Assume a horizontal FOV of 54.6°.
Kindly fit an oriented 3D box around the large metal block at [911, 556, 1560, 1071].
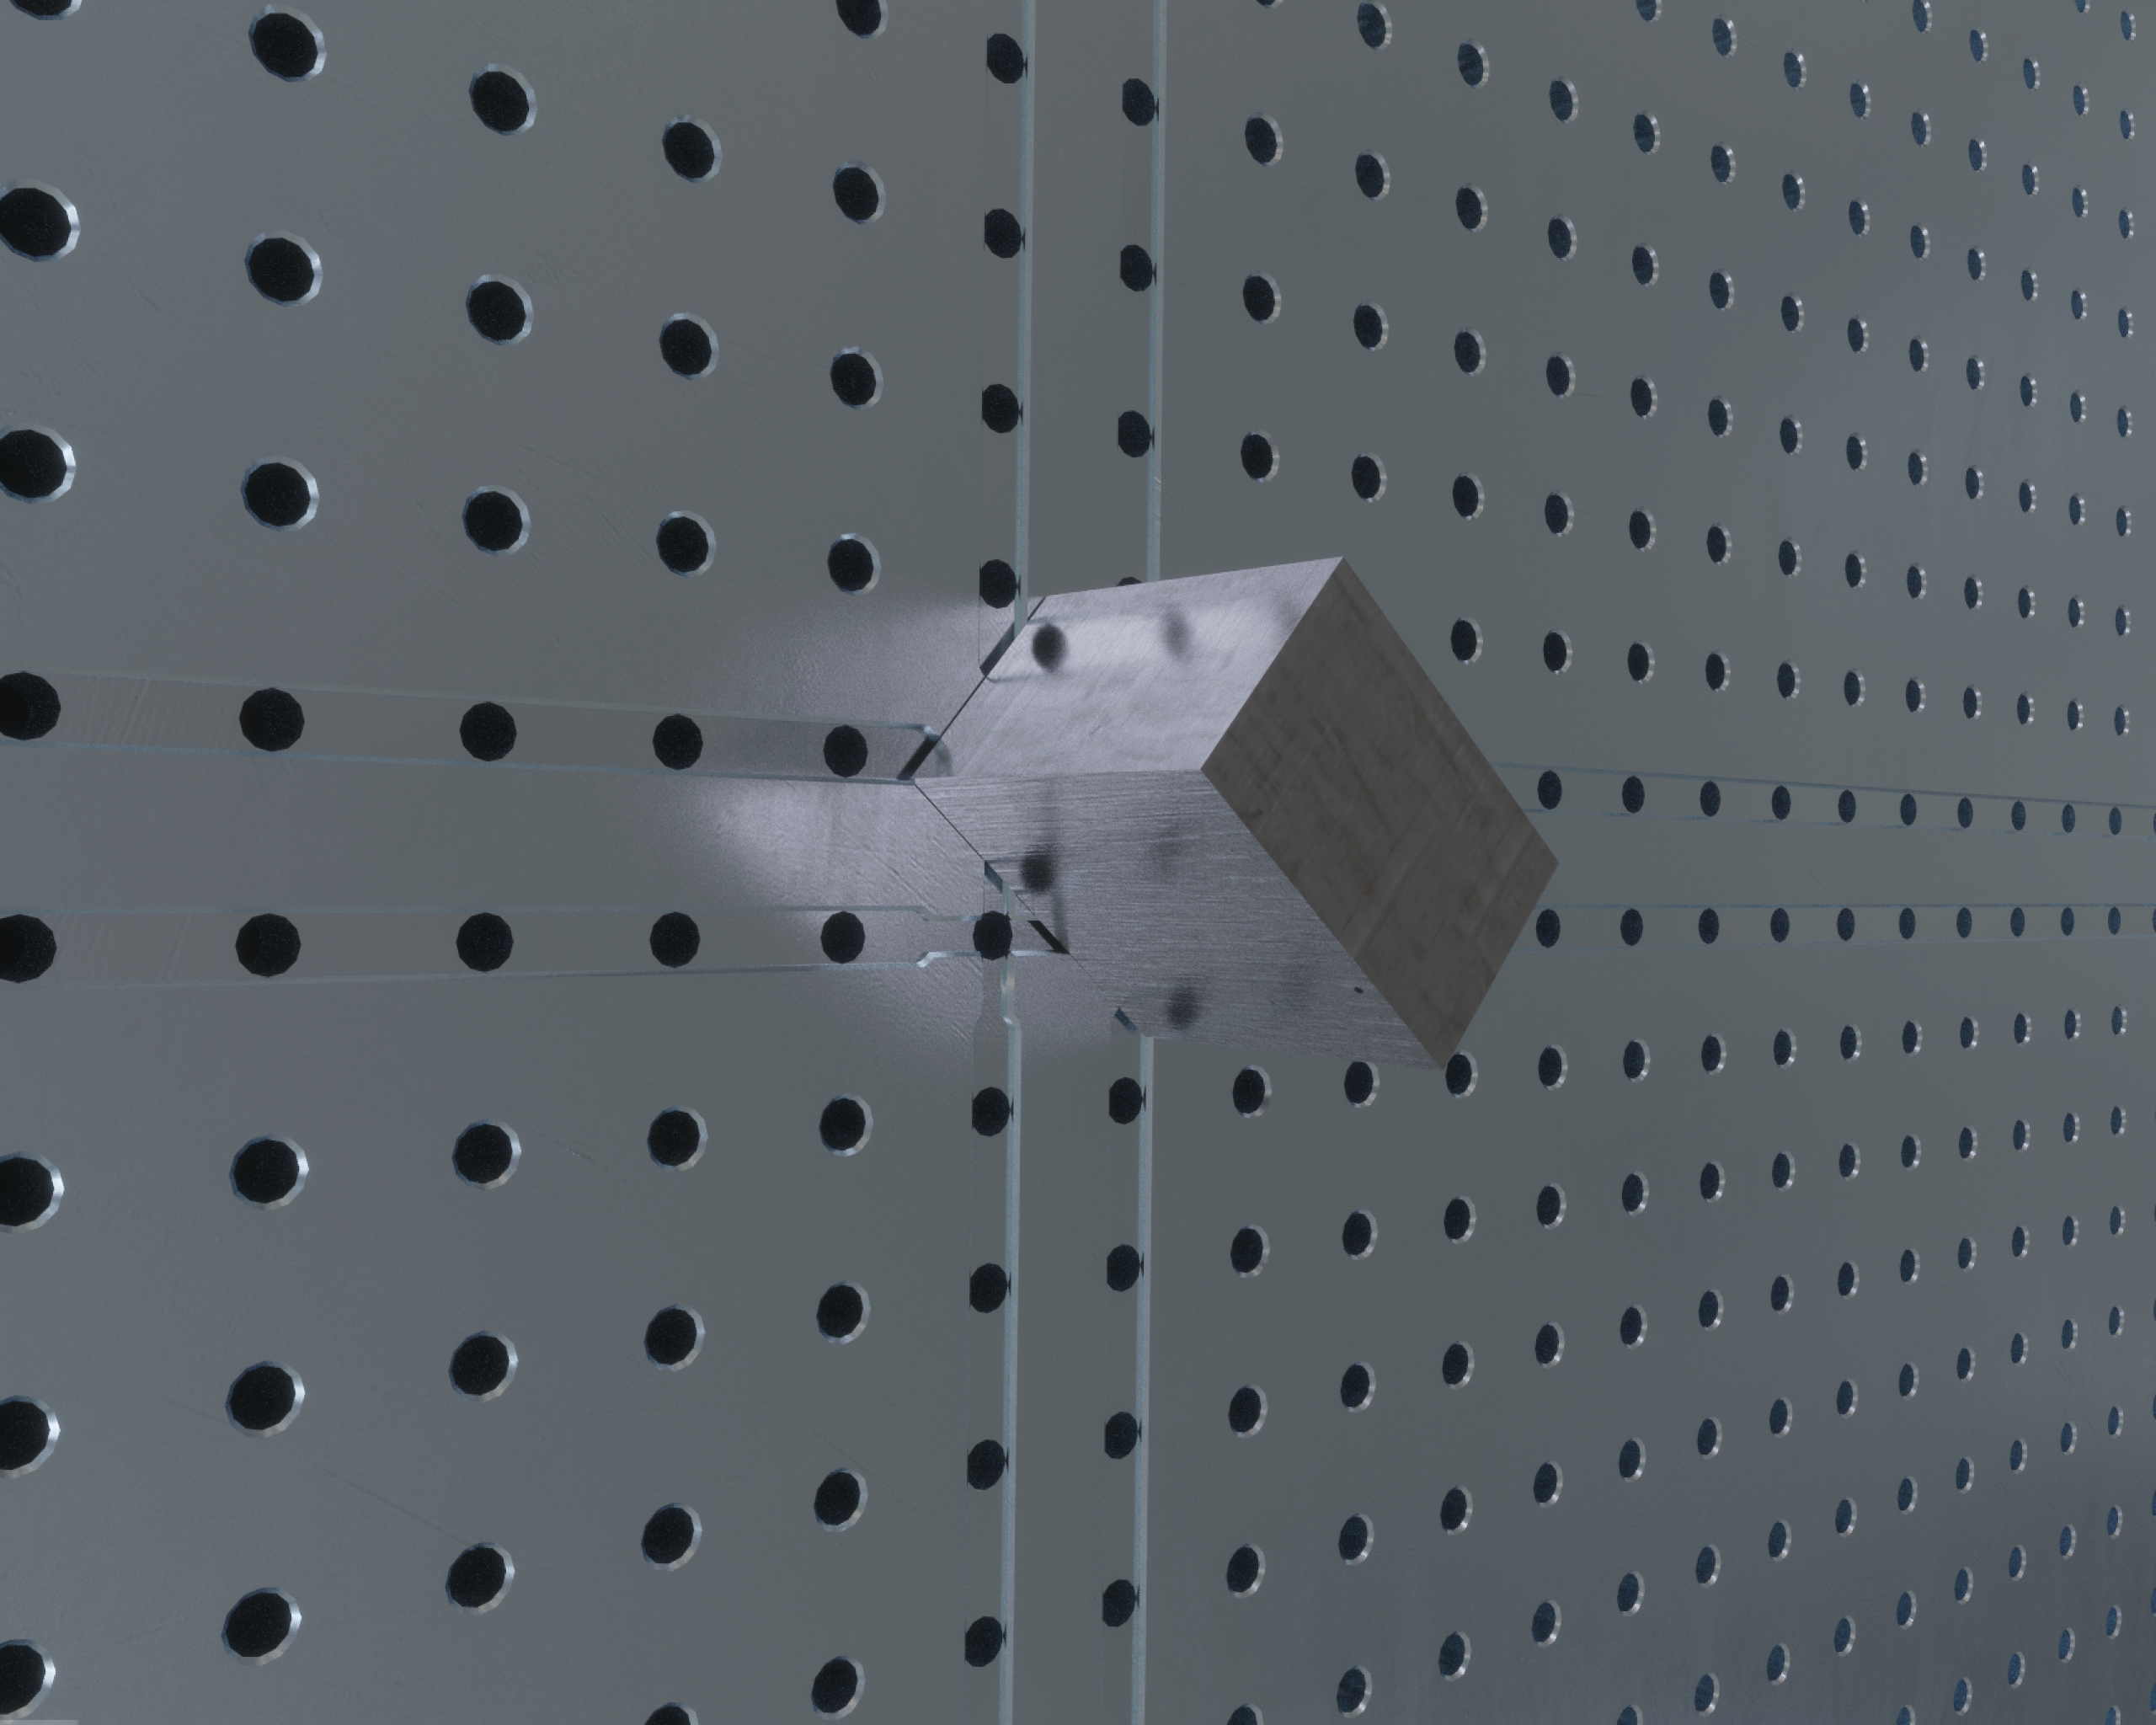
[{"bbox_3d":[0.030,-0.008,0.397,0.080,0.080,0.050,49,61,-29],"label":"large metal block"}]
